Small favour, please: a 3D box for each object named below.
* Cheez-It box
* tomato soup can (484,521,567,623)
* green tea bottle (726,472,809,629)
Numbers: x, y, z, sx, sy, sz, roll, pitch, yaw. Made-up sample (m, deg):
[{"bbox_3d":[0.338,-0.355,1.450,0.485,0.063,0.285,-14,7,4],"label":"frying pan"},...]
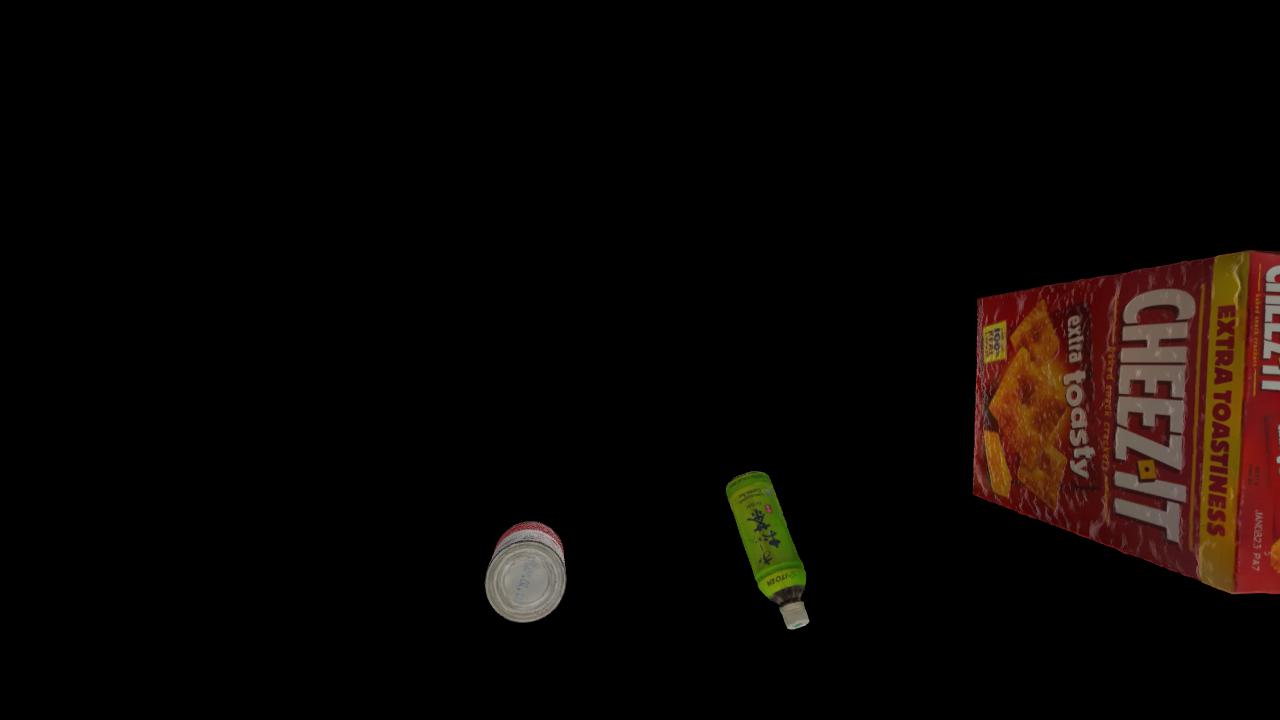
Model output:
[{"bbox_3d":[0.307,0.031,0.394,0.071,0.166,0.223,2,0,-2],"label":"Cheez-It box"},{"bbox_3d":[-0.099,0.184,0.544,0.068,0.068,0.101,0,-6,-9],"label":"tomato soup can"},{"bbox_3d":[0.181,0.261,0.853,0.073,0.212,0.073,-10,-38,-8],"label":"green tea bottle"}]
